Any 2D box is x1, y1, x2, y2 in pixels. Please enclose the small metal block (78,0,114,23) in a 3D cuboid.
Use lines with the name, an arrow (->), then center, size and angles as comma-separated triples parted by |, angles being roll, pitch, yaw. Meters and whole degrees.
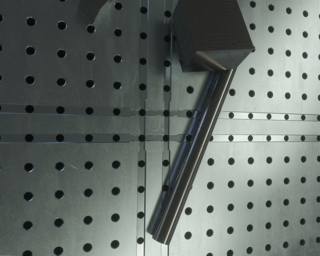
small metal block -> -0.070, -0.161, 0.374 | 0.025, 0.050, 0.050 | 41, 77, -16

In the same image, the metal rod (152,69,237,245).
metal rod -> 0.057, 0.014, 0.435 | 0.025, 0.025, 0.299 | 25, 82, -19

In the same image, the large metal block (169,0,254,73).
large metal block -> 0.065, -0.123, 0.410 | 0.081, 0.050, 0.080 | -7, 72, -18
